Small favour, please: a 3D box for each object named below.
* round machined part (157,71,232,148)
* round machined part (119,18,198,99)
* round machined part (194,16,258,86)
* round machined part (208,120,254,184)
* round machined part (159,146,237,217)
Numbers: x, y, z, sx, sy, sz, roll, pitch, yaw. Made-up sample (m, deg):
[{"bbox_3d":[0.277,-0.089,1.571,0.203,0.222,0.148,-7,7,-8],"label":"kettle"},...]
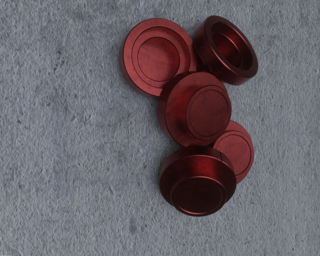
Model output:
[{"bbox_3d":[0.050,-0.021,0.385,0.099,0.042,0.097,-6,104,-27],"label":"round machined part"},{"bbox_3d":[-0.005,-0.087,0.400,0.099,0.042,0.097,0,90,-21],"label":"round machined part"},{"bbox_3d":[0.083,-0.099,0.418,0.099,0.042,0.098,20,54,-29],"label":"round machined part"},{"bbox_3d":[0.092,0.037,0.437,0.099,0.042,0.097,0,90,-21],"label":"round machined part"},{"bbox_3d":[0.048,0.074,0.393,0.099,0.042,0.097,1,122,2],"label":"round machined part"}]
